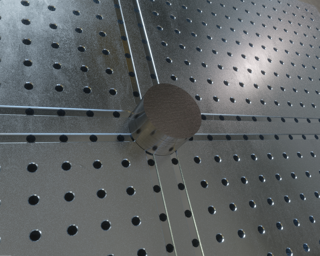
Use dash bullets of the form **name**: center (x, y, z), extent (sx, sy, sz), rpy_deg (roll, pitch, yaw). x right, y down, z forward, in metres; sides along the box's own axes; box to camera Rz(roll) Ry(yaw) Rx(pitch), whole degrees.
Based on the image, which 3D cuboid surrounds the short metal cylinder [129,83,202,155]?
- **short metal cylinder**: center (0.006, -0.011, 0.403), extent (0.081, 0.050, 0.080), rpy_deg (14, 56, -21)
